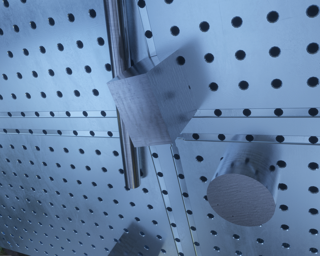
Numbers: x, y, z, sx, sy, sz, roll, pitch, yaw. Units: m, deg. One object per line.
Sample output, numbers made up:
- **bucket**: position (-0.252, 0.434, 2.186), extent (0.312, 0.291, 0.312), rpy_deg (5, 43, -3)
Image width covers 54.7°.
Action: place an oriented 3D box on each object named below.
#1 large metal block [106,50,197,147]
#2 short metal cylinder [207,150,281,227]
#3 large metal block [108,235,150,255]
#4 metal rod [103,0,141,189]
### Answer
- **large metal block**: position (-0.005, -0.034, 0.357), extent (0.050, 0.080, 0.080), rpy_deg (-8, 115, 32)
- **short metal cylinder**: position (0.105, 0.075, 0.386), extent (0.080, 0.050, 0.079), rpy_deg (13, 124, 21)
- **large metal block**: position (-0.067, 0.267, 0.595), extent (0.080, 0.050, 0.079), rpy_deg (35, 129, 5)
- **metal rod**: position (-0.047, -0.041, 0.410), extent (0.025, 0.025, 0.298), rpy_deg (12, 124, 22)
